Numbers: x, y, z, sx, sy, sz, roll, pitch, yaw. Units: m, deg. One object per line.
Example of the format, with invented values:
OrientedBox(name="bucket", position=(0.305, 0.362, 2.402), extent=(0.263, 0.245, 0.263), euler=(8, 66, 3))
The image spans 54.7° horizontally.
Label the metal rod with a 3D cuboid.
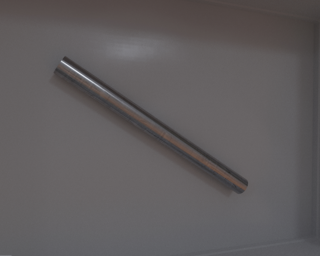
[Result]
OrientedBox(name="metal rod", position=(0.001, 0.005, 0.410), extent=(0.301, 0.025, 0.025), euler=(34, 79, -17))
